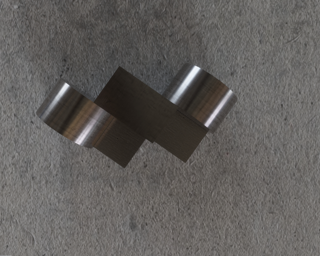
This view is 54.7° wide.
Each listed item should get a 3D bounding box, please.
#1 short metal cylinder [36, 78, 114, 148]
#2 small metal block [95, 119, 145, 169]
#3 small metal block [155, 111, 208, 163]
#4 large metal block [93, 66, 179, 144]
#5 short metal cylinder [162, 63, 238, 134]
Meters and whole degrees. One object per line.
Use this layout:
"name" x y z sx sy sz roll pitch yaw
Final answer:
"short metal cylinder" -0.102 -0.018 0.383 0.080 0.080 0.050 35 90 0
"small metal block" -0.052 0.017 0.411 0.050 0.025 0.050 35 90 0
"small metal block" 0.027 0.011 0.412 0.050 0.025 0.050 35 90 0
"large metal block" -0.027 -0.026 0.384 0.080 0.080 0.050 35 90 -1
"short metal cylinder" 0.048 -0.036 0.384 0.080 0.080 0.050 35 90 0
